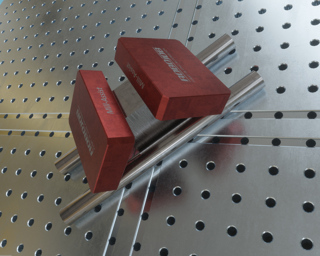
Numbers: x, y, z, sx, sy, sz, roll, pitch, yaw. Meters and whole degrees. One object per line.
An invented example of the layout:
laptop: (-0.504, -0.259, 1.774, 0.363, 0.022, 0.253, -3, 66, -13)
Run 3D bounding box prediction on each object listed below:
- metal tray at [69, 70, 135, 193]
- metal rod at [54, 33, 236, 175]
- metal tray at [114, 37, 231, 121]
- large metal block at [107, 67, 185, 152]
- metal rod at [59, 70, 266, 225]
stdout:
metal tray: (-0.077, 0.001, 0.377, 0.130, 0.030, 0.089, 60, 140, 38)
metal rod: (-0.023, -0.032, 0.438, 0.300, 0.025, 0.025, -37, 51, 3)
metal tray: (0.011, -0.064, 0.370, 0.091, 0.030, 0.130, -7, 44, -30)
large metal block: (-0.016, -0.021, 0.392, 0.080, 0.080, 0.050, -36, 51, 4)
metal rod: (0.000, 0.027, 0.391, 0.300, 0.025, 0.025, -36, 51, 4)
